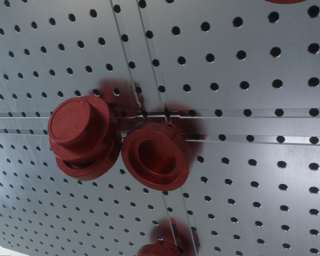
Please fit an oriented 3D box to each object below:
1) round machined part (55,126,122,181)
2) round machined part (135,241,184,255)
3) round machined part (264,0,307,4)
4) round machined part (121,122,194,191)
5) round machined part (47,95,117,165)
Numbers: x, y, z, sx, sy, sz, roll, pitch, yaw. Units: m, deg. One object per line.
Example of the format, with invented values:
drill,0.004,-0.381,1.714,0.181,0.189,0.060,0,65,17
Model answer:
round machined part,-0.098,0.029,0.447,0.098,0.098,0.042,3,156,27
round machined part,0.006,0.240,0.546,0.098,0.042,0.097,13,124,21
round machined part,0.107,-0.152,0.250,0.098,0.042,0.097,13,124,21
round machined part,0.000,0.034,0.422,0.098,0.042,0.097,13,124,21
round machined part,-0.111,-0.002,0.419,0.098,0.098,0.042,3,156,27
